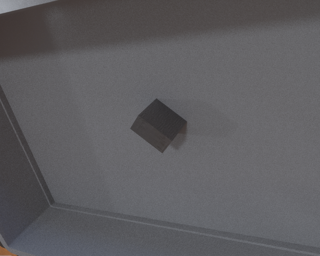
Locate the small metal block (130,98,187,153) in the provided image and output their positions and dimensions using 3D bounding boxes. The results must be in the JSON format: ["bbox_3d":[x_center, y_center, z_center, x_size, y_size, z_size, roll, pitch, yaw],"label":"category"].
[{"bbox_3d":[-0.001,-0.004,0.391,0.050,0.050,0.025,37,129,3],"label":"small metal block"}]
